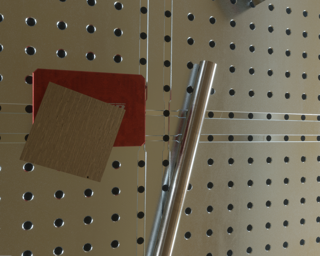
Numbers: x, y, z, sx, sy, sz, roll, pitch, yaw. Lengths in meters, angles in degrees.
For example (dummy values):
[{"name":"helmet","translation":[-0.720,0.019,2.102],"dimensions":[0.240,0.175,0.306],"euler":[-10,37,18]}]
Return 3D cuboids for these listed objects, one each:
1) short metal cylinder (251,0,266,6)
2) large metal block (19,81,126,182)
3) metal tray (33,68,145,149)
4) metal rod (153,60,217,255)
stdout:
[{"name":"short metal cylinder","translation":[0.162,-0.220,0.445],"dimensions":[0.080,0.080,0.050],"euler":[-35,102,-17]},{"name":"large metal block","translation":[-0.093,0.005,0.333],"dimensions":[0.080,0.050,0.080],"euler":[21,83,-19]},{"name":"metal tray","translation":[-0.085,-0.022,0.379],"dimensions":[0.131,0.030,0.089],"euler":[0,90,-21]},{"name":"metal rod","translation":[0.032,0.053,0.425],"dimensions":[0.025,0.025,0.299],"euler":[16,85,-20]}]
